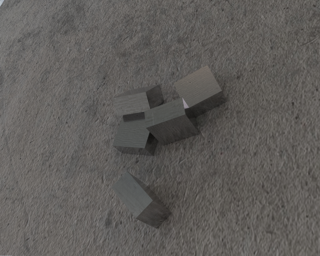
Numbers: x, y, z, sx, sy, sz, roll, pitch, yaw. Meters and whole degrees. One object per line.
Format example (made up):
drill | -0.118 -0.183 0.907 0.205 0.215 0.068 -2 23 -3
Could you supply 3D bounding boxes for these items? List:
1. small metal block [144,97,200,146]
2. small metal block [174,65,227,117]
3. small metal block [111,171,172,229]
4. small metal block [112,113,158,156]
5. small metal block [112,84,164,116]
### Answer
small metal block | 0.015 -0.006 0.384 0.050 0.050 0.025 -19 55 17
small metal block | 0.052 -0.047 0.405 0.050 0.025 0.050 -28 52 10
small metal block | -0.020 0.081 0.348 0.025 0.050 0.050 -46 51 -4
small metal block | -0.029 0.008 0.414 0.050 0.025 0.050 3 63 29
small metal block | -0.029 -0.039 0.425 0.050 0.025 0.050 -8 16 24
